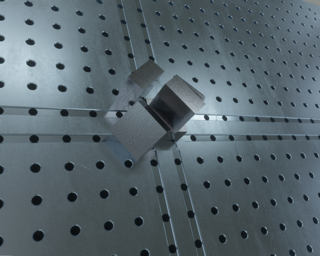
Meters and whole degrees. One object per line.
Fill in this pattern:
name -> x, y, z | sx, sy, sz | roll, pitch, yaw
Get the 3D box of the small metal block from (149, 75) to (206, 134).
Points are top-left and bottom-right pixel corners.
small metal block -> 0.020, -0.029, 0.388 | 0.050, 0.050, 0.025 | 46, 50, 3

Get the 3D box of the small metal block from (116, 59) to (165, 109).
small metal block -> -0.027, -0.057, 0.412 | 0.025, 0.050, 0.050 | 42, 51, 0

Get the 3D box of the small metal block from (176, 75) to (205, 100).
small metal block -> 0.035, -0.051, 0.440 | 0.050, 0.025, 0.050 | 37, 11, -4

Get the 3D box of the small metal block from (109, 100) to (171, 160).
small metal block -> -0.023, 0.002, 0.374 | 0.050, 0.050, 0.025 | 47, 14, 5

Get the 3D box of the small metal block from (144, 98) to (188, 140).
small metal block -> 0.004, -0.011, 0.416 | 0.050, 0.025, 0.050 | 1, 61, -29
